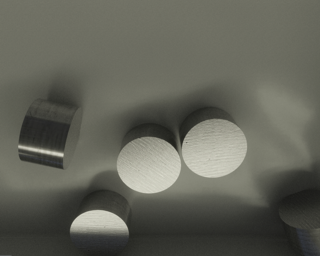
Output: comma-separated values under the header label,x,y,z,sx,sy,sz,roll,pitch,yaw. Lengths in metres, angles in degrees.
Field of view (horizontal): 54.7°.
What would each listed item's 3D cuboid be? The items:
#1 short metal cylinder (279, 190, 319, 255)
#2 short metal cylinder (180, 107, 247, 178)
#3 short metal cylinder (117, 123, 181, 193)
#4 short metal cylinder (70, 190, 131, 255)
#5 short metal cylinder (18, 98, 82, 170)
label,x,y,z,sx,sy,sz,roll,pitch,yaw
short metal cylinder,0.215,0.132,0.434,0.080,0.080,0.050,-21,109,7
short metal cylinder,0.067,0.018,0.406,0.081,0.050,0.079,0,110,-1
short metal cylinder,-0.014,0.039,0.412,0.081,0.050,0.079,0,110,-1
short metal cylinder,-0.083,0.137,0.448,0.081,0.050,0.079,0,110,-1
short metal cylinder,-0.133,0.008,0.383,0.050,0.080,0.079,13,110,-5
